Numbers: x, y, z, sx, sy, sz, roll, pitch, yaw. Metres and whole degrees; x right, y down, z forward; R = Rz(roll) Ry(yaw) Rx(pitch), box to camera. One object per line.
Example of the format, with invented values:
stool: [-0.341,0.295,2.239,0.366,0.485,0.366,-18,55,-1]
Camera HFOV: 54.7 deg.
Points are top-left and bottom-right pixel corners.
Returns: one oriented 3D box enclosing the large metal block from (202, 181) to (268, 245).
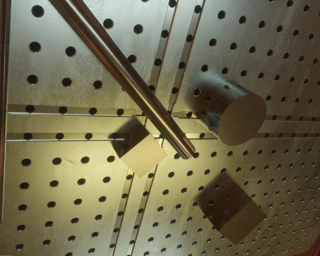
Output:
large metal block: [0.139,0.159,0.572,0.080,0.050,0.080,-44,130,2]

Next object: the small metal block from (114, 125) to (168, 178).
small metal block: [-0.025,0.032,0.419,0.050,0.025,0.050,-40,130,-2]

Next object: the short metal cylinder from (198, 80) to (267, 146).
short metal cylinder: [0.102,-0.021,0.440,0.081,0.050,0.079,-14,125,-21]

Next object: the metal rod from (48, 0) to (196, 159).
metal rod: [-0.032,-0.053,0.361,0.025,0.025,0.300,-41,130,-1]

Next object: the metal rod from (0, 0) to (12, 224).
metal rod: [-0.166,-0.021,0.307,0.025,0.025,0.298,1,118,-29]
